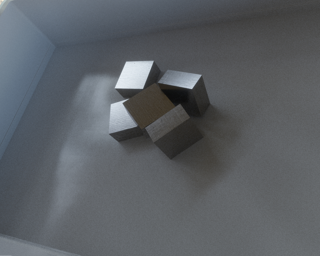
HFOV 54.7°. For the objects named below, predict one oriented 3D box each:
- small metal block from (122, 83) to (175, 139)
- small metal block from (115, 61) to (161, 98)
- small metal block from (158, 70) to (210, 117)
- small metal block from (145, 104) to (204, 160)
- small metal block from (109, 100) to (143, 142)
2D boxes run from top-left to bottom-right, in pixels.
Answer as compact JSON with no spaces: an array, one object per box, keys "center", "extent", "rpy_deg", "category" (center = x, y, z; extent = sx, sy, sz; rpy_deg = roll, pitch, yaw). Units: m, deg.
[{"center":[-0.012,-0.022,0.397],"extent":[0.050,0.025,0.050],"rpy_deg":[-33,58,-7],"category":"small metal block"},{"center":[-0.033,-0.073,0.466],"extent":[0.050,0.025,0.050],"rpy_deg":[5,64,30],"category":"small metal block"},{"center":[0.032,-0.044,0.397],"extent":[0.050,0.050,0.025],"rpy_deg":[16,58,34],"category":"small metal block"},{"center":[0.018,0.006,0.375],"extent":[0.050,0.050,0.025],"rpy_deg":[-35,52,5],"category":"small metal block"},{"center":[-0.042,-0.013,0.434],"extent":[0.050,0.025,0.050],"rpy_deg":[-14,56,19],"category":"small metal block"}]
